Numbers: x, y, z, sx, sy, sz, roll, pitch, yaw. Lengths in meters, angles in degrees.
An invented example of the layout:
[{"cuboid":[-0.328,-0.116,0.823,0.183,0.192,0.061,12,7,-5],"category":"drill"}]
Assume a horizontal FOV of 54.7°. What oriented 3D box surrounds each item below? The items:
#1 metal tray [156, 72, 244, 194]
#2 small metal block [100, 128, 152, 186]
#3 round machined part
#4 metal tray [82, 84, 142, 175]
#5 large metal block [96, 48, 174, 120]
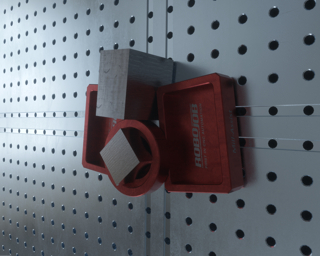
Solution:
[{"cuboid":[0.044,0.009,0.364,0.090,0.030,0.129,-8,85,39],"category":"metal tray"},{"cuboid":[-0.042,0.035,0.384,0.050,0.025,0.050,-47,62,30],"category":"small metal block"},{"cuboid":[-0.024,0.036,0.401,0.098,0.042,0.097,0,90,40],"category":"round machined part"},{"cuboid":[-0.073,0.002,0.461,0.090,0.030,0.129,8,95,39],"category":"metal tray"},{"cuboid":[-0.031,-0.052,0.394,0.050,0.081,0.079,8,95,40],"category":"large metal block"}]
